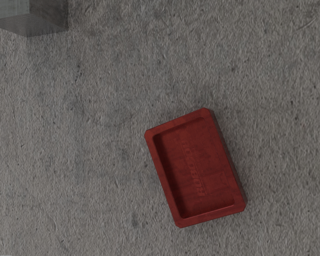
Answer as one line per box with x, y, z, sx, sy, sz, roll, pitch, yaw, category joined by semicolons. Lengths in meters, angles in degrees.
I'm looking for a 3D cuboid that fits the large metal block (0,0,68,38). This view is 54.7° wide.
-0.192;-0.171;0.447;0.080;0.080;0.050;-2;90;20;large metal block

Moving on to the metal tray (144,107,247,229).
0.044;0.049;0.390;0.090;0.030;0.129;-22;83;18;metal tray
